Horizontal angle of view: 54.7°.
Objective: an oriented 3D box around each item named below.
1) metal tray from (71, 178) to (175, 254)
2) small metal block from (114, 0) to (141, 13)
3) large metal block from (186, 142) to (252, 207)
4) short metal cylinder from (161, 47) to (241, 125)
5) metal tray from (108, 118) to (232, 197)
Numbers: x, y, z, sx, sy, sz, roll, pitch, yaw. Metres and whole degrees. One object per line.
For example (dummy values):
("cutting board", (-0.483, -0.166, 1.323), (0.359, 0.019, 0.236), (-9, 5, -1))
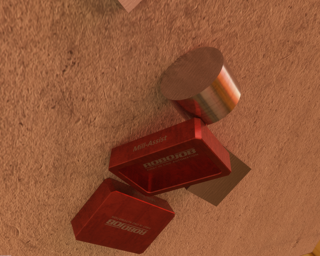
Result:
("metal tray", (-0.051, 0.135, 0.459), (0.130, 0.030, 0.090), (32, 100, -38))
("small metal block", (-0.032, -0.149, 0.297), (0.050, 0.025, 0.050), (-44, 129, 2))
("large metal block", (0.078, 0.063, 0.473), (0.080, 0.050, 0.080), (-49, 129, 6))
("short metal cylinder", (0.048, -0.049, 0.367), (0.080, 0.080, 0.050), (-43, 129, 1))
("metal tray", (0.012, 0.043, 0.394), (0.130, 0.030, 0.090), (-21, 135, 26))
